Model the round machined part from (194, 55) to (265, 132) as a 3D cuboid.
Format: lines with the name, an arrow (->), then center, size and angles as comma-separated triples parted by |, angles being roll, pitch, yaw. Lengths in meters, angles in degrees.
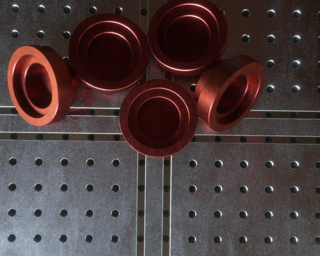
round machined part -> 0.082, -0.047, 0.388 | 0.098, 0.098, 0.042 | -48, 55, 0

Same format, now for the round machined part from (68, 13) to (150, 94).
round machined part -> -0.065, -0.092, 0.399 | 0.099, 0.042, 0.097 | 1, 85, -9

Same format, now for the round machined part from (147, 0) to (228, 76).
round machined part -> 0.036, -0.113, 0.399 | 0.099, 0.042, 0.097 | -1, 81, 8

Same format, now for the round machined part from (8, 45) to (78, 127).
round machined part -> -0.142, -0.053, 0.388 | 0.098, 0.042, 0.097 | 9, 108, 32

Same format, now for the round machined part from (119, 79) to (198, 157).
round machined part -> -0.002, -0.012, 0.405 | 0.099, 0.042, 0.097 | 0, 90, -1
